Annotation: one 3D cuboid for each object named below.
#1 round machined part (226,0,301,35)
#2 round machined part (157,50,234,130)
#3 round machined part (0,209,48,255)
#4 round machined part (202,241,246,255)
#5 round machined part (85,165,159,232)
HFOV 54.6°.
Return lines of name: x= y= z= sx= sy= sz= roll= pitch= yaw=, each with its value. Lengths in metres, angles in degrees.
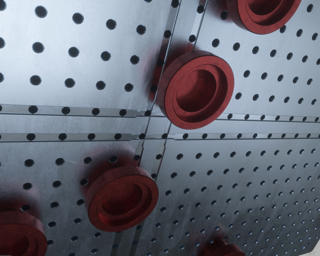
round machined part: x=0.118 y=-0.163 z=0.363 sx=0.099 sy=0.042 sz=0.097 roll=-14 pitch=124 yaw=-21
round machined part: x=0.041 y=-0.050 z=0.391 sx=0.099 sy=0.042 sz=0.097 roll=-14 pitch=124 yaw=-21
round machined part: x=-0.193 y=0.140 z=0.381 sx=0.099 sy=0.042 sz=0.097 roll=-14 pitch=124 yaw=-21
round machined part: x=0.123 y=0.273 z=0.635 sx=0.099 sy=0.042 sz=0.097 roll=-14 pitch=124 yaw=-21
round machined part: x=-0.055 y=0.091 z=0.426 sx=0.099 sy=0.042 sz=0.097 roll=-14 pitch=124 yaw=-21
